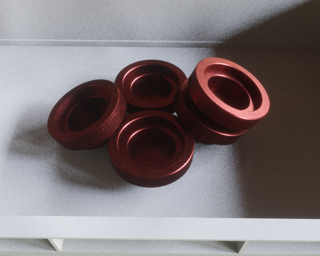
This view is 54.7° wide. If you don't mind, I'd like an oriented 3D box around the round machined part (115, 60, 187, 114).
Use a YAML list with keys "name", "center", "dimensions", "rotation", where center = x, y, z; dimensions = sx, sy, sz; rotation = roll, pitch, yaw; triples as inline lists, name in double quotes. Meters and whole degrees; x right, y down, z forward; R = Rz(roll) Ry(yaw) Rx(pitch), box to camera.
- name: "round machined part"
  center: [-0.012, -0.048, 0.432]
  dimensions: [0.099, 0.042, 0.098]
  rotation: [0, 50, 0]

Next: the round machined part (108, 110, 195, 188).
- name: "round machined part"
  center: [-0.010, 0.028, 0.367]
  dimensions: [0.099, 0.042, 0.098]
  rotation: [0, 50, 0]

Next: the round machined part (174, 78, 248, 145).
- name: "round machined part"
  center: [0.062, -0.018, 0.393]
  dimensions: [0.099, 0.042, 0.098]
  rotation: [15, 47, -17]

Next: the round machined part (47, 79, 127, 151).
- name: "round machined part"
  center: [-0.086, -0.012, 0.388]
  dimensions: [0.098, 0.042, 0.098]
  rotation: [-13, 48, 16]

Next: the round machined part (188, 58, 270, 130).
- name: "round machined part"
  center: [0.077, -0.036, 0.372]
  dimensions: [0.099, 0.042, 0.098]
  rotation: [15, 48, -17]
